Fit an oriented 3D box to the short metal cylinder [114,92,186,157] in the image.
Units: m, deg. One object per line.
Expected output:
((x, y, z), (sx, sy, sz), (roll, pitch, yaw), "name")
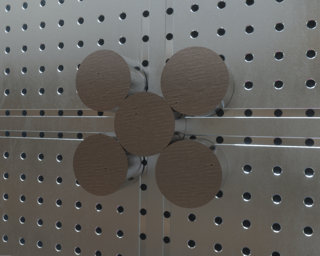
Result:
((-0.012, -0.005, 0.402), (0.080, 0.050, 0.079), (0, 90, 19), "short metal cylinder")

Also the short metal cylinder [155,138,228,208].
((0.040, 0.053, 0.384), (0.080, 0.050, 0.079), (0, 90, 19), "short metal cylinder")

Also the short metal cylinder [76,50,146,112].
((-0.065, -0.061, 0.420), (0.080, 0.050, 0.079), (0, 90, 19), "short metal cylinder")

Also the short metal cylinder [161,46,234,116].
((0.047, -0.054, 0.380), (0.080, 0.050, 0.079), (0, 90, 19), "short metal cylinder")

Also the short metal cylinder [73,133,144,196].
((-0.069, 0.047, 0.421), (0.080, 0.050, 0.079), (0, 90, 19), "short metal cylinder")
